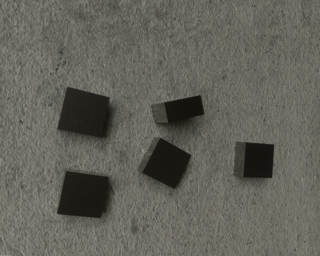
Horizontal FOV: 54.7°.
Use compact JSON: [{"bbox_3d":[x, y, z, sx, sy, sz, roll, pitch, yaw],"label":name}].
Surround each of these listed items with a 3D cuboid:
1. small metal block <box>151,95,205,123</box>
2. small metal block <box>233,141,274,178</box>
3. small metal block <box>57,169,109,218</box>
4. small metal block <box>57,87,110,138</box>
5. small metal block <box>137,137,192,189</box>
[{"bbox_3d":[0.022,-0.024,0.404,0.050,0.050,0.025,-13,95,-20],"label":"small metal block"},{"bbox_3d":[0.140,0.047,0.460,0.050,0.025,0.050,5,88,-20],"label":"small metal block"},{"bbox_3d":[-0.094,0.079,0.374,0.050,0.025,0.050,12,86,-20],"label":"small metal block"},{"bbox_3d":[-0.093,-0.018,0.375,0.050,0.025,0.050,13,86,-20],"label":"small metal block"},{"bbox_3d":[0.006,0.046,0.411,0.050,0.025,0.050,30,80,-18],"label":"small metal block"}]
